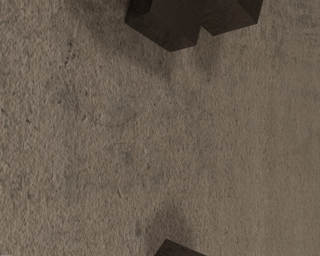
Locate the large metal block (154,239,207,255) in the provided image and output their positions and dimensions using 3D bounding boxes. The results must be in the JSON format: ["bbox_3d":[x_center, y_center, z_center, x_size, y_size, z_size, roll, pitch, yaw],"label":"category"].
[{"bbox_3d":[0.039,0.201,0.405,0.050,0.080,0.080,-48,119,-30],"label":"large metal block"}]

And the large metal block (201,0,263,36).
[{"bbox_3d":[0.104,-0.192,0.458,0.050,0.080,0.080,27,73,-37],"label":"large metal block"}]

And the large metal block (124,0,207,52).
[{"bbox_3d":[0.011,-0.156,0.399,0.080,0.050,0.080,23,75,-38],"label":"large metal block"}]
